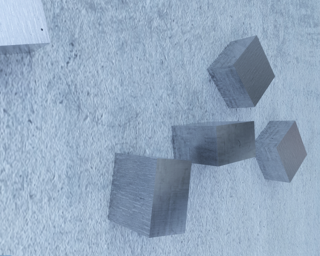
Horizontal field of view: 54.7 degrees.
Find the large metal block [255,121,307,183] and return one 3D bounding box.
[{"bbox_3d":[0.222,0.042,0.574,0.080,0.050,0.080,-43,116,-31],"label":"large metal block"}]

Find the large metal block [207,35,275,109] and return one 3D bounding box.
[{"bbox_3d":[0.133,-0.089,0.499,0.080,0.050,0.080,-50,120,-28],"label":"large metal block"}]

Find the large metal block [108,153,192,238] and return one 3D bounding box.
[{"bbox_3d":[-0.013,0.073,0.358,0.050,0.080,0.080,10,84,-40],"label":"large metal block"}]

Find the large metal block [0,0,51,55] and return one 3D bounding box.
[{"bbox_3d":[-0.150,-0.105,0.262,0.081,0.050,0.079,-17,101,-39],"label":"large metal block"}]

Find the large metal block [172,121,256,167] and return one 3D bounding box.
[{"bbox_3d":[0.074,0.018,0.431,0.081,0.080,0.050,-7,95,-40],"label":"large metal block"}]
